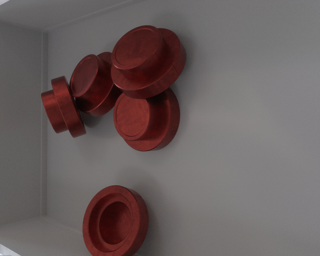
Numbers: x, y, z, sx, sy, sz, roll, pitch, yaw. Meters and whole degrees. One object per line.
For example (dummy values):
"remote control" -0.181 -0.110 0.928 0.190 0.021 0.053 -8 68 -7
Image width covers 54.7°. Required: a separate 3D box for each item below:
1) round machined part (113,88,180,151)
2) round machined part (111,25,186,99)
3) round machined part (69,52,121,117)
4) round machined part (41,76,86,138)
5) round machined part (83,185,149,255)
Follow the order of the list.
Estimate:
"round machined part" -0.025 -0.017 0.417 0.098 0.042 0.097 0 90 40
"round machined part" -0.021 -0.088 0.386 0.098 0.042 0.098 -14 55 22
"round machined part" -0.097 -0.069 0.457 0.098 0.042 0.098 -20 59 37
"round machined part" -0.153 -0.029 0.488 0.098 0.042 0.098 160 89 -79
"round machined part" -0.056 0.132 0.429 0.098 0.042 0.098 -13 63 28
